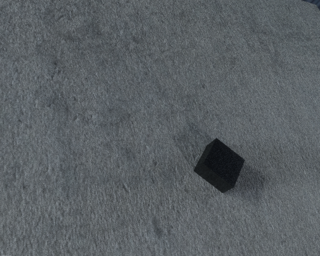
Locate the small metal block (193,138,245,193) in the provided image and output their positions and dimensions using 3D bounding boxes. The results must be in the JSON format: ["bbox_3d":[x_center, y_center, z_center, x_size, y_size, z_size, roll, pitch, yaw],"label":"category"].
[{"bbox_3d":[0.081,0.050,0.418,0.050,0.025,0.050,38,51,-3],"label":"small metal block"}]
